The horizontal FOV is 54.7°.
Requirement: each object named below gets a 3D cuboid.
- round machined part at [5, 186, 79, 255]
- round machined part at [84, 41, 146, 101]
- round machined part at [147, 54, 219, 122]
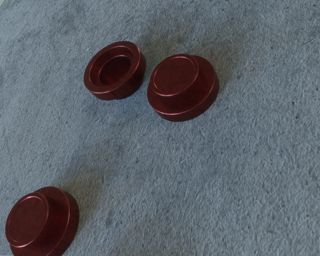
[{"bbox_3d":[-0.158,0.122,0.401,0.098,0.042,0.098,-13,56,21],"label":"round machined part"},{"bbox_3d":[-0.065,-0.083,0.478,0.098,0.042,0.098,-13,56,21],"label":"round machined part"},{"bbox_3d":[0.026,-0.060,0.416,0.098,0.042,0.098,-13,56,21],"label":"round machined part"}]
